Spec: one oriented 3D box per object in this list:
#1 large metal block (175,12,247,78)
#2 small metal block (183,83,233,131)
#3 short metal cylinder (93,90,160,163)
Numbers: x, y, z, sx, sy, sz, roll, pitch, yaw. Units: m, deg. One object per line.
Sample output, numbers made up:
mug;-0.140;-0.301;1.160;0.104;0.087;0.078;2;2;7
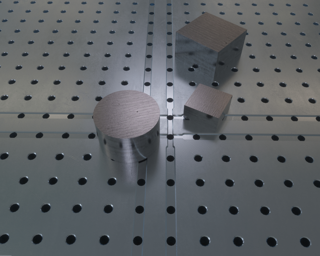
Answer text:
large metal block;0.082;-0.138;0.508;0.080;0.050;0.080;34;58;25
small metal block;0.067;-0.030;0.434;0.050;0.025;0.050;23;54;18
short metal cylinder;-0.040;-0.003;0.393;0.081;0.050;0.080;0;50;0
